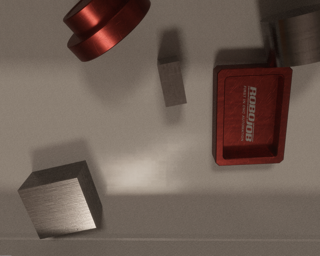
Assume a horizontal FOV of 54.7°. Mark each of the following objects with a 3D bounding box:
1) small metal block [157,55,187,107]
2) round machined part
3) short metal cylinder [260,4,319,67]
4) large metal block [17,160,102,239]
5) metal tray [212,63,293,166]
[{"bbox_3d":[0.014,-0.058,0.377,0.025,0.050,0.050,-11,110,4],"label":"small metal block"},{"bbox_3d":[-0.062,-0.118,0.324,0.098,0.098,0.042,-35,122,11],"label":"round machined part"},{"bbox_3d":[0.158,-0.105,0.346,0.080,0.080,0.050,-15,110,5],"label":"short metal cylinder"},{"bbox_3d":[-0.135,0.099,0.433,0.080,0.050,0.080,-13,110,4],"label":"large metal block"},{"bbox_3d":[0.116,-0.016,0.404,0.091,0.030,0.129,-3,110,0],"label":"metal tray"}]
